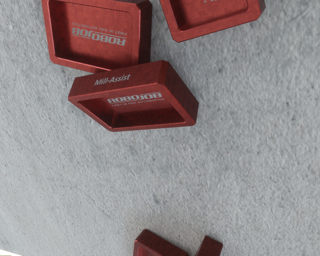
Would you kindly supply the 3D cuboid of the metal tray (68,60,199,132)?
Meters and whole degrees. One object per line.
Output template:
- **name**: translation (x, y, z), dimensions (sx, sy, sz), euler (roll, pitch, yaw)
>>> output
- **metal tray**: translation (-0.031, -0.032, 0.369), dimensions (0.130, 0.030, 0.090), euler (-5, 150, 30)

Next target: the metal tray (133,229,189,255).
- **metal tray**: translation (-0.004, 0.250, 0.552), dimensions (0.090, 0.030, 0.129), euler (23, 127, 21)

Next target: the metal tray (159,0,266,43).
- **metal tray**: translation (0.037, -0.155, 0.287), dimensions (0.090, 0.030, 0.129), euler (-8, 115, 31)

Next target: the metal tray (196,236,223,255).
- **metal tray**: translation (0.054, 0.242, 0.485), dimensions (0.030, 0.090, 0.129), euler (25, 127, 13)

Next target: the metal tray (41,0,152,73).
- **metal tray**: translation (-0.076, -0.112, 0.372), dimensions (0.130, 0.030, 0.089), euler (16, 125, 18)
